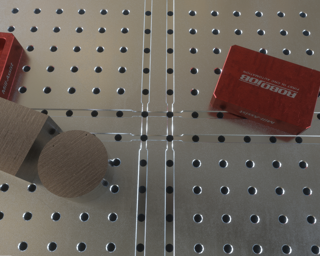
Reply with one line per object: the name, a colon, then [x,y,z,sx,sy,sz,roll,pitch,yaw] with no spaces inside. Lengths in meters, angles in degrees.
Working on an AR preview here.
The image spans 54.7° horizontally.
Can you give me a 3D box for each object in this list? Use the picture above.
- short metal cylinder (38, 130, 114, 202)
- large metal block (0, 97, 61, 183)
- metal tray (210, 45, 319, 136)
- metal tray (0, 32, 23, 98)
short metal cylinder: [-0.100,0.048,0.380,0.081,0.050,0.080,0,70,0]
large metal block: [-0.187,0.014,0.392,0.080,0.050,0.080,20,71,7]
metal tray: [0.146,-0.054,0.430,0.131,0.030,0.090,20,71,7]
metal tray: [-0.258,-0.074,0.434,0.091,0.030,0.130,6,70,2]
